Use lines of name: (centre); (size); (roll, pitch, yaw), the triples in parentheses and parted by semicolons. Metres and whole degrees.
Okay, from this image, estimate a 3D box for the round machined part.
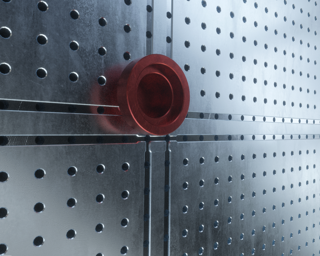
round machined part: (-0.012, -0.040, 0.387); (0.099, 0.042, 0.097); (0, 90, -40)
